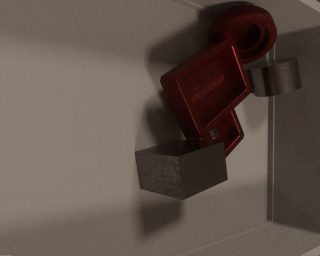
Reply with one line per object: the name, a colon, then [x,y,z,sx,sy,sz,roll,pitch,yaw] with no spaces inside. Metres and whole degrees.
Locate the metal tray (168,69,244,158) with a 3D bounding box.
metal tray: [0.073,-0.016,0.467,0.090,0.030,0.129,-41,115,-33]

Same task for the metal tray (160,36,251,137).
metal tray: [0.068,-0.058,0.422,0.131,0.030,0.090,-39,114,-33]

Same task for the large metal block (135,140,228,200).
large metal block: [0.027,0.048,0.396,0.081,0.080,0.050,-13,99,-40]

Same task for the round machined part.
round machined part: [0.122,-0.145,0.472,0.098,0.098,0.042,28,46,-37]

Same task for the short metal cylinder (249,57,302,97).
short metal cylinder: [0.202,-0.090,0.543,0.081,0.080,0.050,-25,106,-37]
